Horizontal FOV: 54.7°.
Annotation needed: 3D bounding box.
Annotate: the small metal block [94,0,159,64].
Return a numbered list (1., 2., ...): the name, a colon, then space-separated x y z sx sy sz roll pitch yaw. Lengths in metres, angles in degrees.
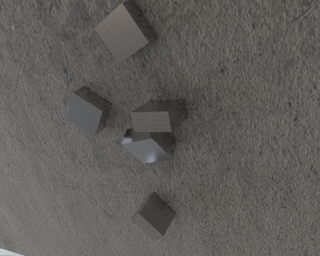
1. small metal block: -0.039 -0.111 0.359 0.050 0.025 0.050 -27 104 37

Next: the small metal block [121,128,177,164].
1. small metal block: -0.014 0.022 0.416 0.050 0.025 0.050 -12 137 33

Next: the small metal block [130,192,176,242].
1. small metal block: -0.009 0.137 0.480 0.050 0.050 0.025 44 129 -2

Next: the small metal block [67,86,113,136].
1. small metal block: -0.102 -0.024 0.446 0.050 0.025 0.050 32 129 7

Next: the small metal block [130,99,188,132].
1. small metal block: 0.000 -0.016 0.379 0.050 0.050 0.025 0 111 28
